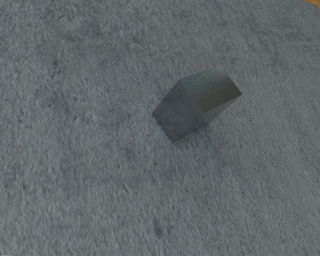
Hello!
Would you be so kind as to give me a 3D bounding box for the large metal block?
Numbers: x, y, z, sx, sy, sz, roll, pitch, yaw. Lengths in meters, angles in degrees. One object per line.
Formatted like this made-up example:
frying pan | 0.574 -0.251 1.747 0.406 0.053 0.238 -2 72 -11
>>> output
large metal block | 0.048 -0.032 0.416 0.081 0.080 0.050 -25 76 -37
